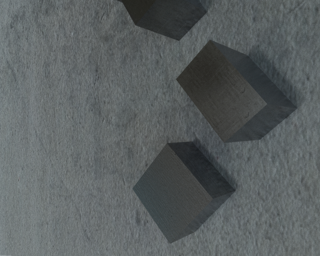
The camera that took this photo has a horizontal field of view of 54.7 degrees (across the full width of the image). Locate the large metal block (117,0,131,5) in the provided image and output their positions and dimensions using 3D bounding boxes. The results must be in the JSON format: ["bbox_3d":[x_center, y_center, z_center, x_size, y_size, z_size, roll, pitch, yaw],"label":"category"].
[{"bbox_3d":[-0.061,-0.237,0.437,0.080,0.050,0.080,-50,61,28],"label":"large metal block"}]

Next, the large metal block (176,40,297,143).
[{"bbox_3d":[0.076,-0.034,0.305,0.050,0.081,0.080,-48,62,29],"label":"large metal block"}]

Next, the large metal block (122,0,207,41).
[{"bbox_3d":[-0.002,-0.159,0.369,0.050,0.081,0.080,-41,66,32],"label":"large metal block"}]

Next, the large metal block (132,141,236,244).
[{"bbox_3d":[0.026,0.073,0.366,0.080,0.050,0.080,50,119,28],"label":"large metal block"}]
